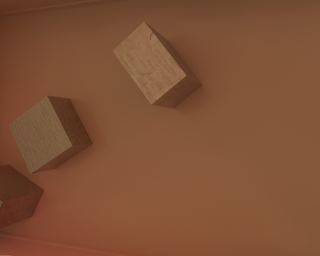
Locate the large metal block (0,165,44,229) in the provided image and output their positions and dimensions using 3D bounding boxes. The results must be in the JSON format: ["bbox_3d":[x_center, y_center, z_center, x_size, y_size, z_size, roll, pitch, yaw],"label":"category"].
[{"bbox_3d":[-0.241,0.102,0.466,0.080,0.080,0.050,29,100,17],"label":"large metal block"}]

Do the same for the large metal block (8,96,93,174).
[{"bbox_3d":[-0.160,0.010,0.454,0.080,0.050,0.080,-32,80,17],"label":"large metal block"}]

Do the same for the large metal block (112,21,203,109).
[{"bbox_3d":[0.000,-0.073,0.381,0.050,0.080,0.080,-39,78,16],"label":"large metal block"}]
